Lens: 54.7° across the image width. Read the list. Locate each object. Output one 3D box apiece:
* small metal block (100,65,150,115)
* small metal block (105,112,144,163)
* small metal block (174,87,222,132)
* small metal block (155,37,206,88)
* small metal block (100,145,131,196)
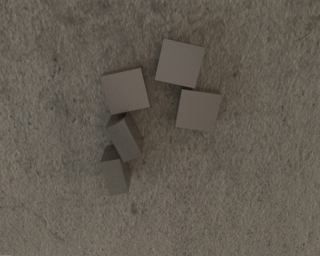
[{"bbox_3d":[-0.042,-0.048,0.391,0.050,0.025,0.050,-12,110,4],"label":"small metal block"},{"bbox_3d":[-0.044,0.008,0.399,0.025,0.050,0.050,-23,109,8],"label":"small metal block"},{"bbox_3d":[0.048,-0.025,0.401,0.050,0.025,0.050,8,110,-4],"label":"small metal block"},{"bbox_3d":[0.023,-0.080,0.381,0.050,0.025,0.050,11,110,-5],"label":"small metal block"},{"bbox_3d":[-0.058,0.055,0.416,0.025,0.050,0.050,-10,110,3],"label":"small metal block"}]
